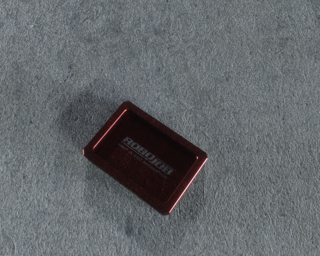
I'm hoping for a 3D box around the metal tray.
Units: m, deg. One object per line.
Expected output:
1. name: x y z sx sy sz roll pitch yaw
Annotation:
1. metal tray: -0.018 0.036 0.393 0.130 0.030 0.090 34 73 11
